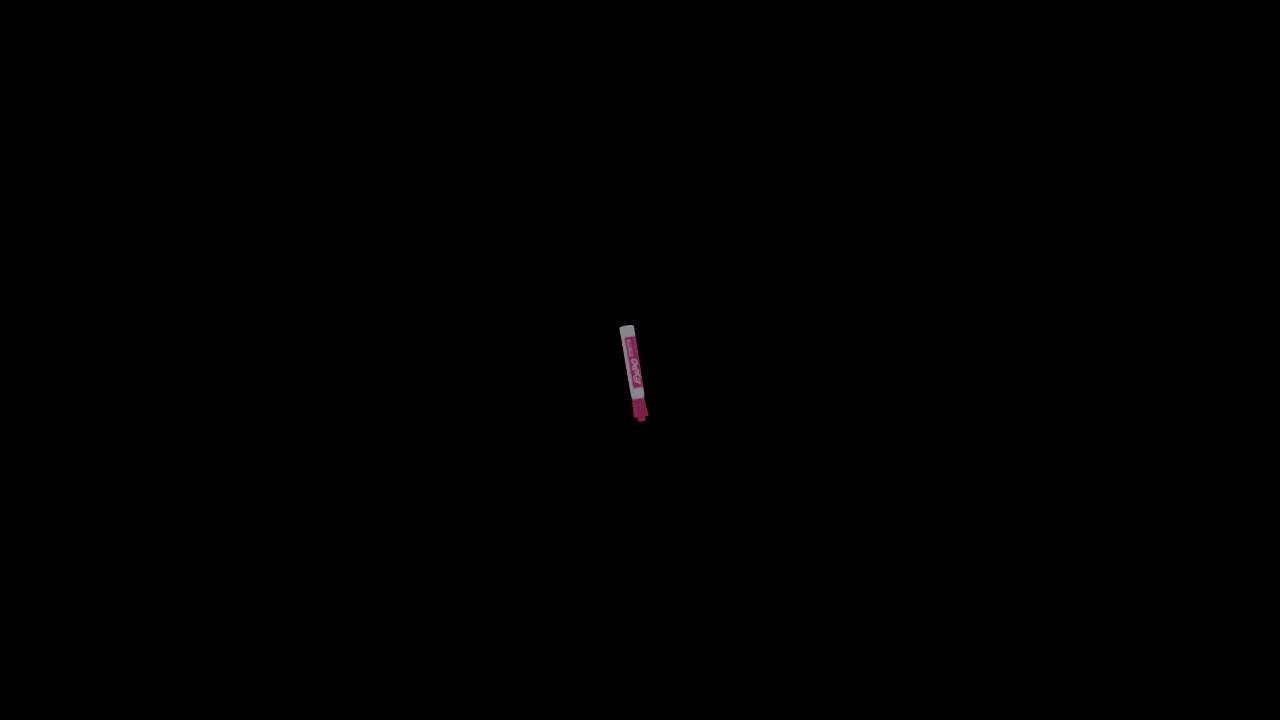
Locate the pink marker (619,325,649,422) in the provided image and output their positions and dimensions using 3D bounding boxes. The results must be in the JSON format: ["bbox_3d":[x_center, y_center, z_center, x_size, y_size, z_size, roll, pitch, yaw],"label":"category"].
[{"bbox_3d":[-0.007,0.017,0.769,0.020,0.121,0.020,-9,-6,-1],"label":"pink marker"}]
